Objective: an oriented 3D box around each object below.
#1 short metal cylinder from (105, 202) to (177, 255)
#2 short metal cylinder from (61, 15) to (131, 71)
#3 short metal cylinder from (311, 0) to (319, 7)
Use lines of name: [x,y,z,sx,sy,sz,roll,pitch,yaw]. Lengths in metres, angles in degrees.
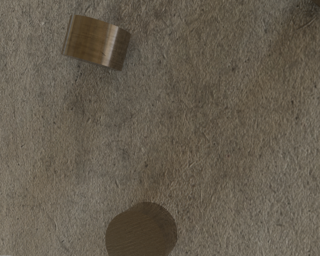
short metal cylinder: [-0.023,0.142,0.404,0.080,0.050,0.080,0,90,20]
short metal cylinder: [-0.084,-0.110,0.409,0.080,0.080,0.050,18,96,19]
short metal cylinder: [0.187,-0.163,0.314,0.080,0.080,0.050,-44,76,15]
